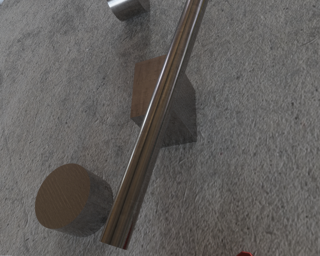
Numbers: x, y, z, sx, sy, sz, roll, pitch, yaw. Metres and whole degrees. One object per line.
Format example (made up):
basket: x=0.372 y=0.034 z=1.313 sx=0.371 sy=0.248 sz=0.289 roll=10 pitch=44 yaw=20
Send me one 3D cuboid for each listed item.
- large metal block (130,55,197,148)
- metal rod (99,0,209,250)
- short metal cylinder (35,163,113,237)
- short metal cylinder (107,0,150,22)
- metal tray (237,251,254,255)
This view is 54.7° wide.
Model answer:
large metal block: x=0.008 y=-0.031 z=0.384 sx=0.050 sy=0.080 sz=0.080 roll=-12 pitch=57 yaw=22
metal rod: x=0.005 y=-0.032 z=0.318 sx=0.025 sy=0.025 sz=0.300 roll=5 pitch=64 yaw=30
short metal cylinder: x=-0.106 y=0.091 z=0.388 sx=0.080 sy=0.050 sz=0.080 roll=-13 pitch=56 yaw=21
short metal cylinder: x=-0.058 y=-0.235 z=0.543 sx=0.050 sy=0.080 sz=0.080 roll=-16 pitch=55 yaw=19
metal tray: x=0.079 y=0.181 z=0.247 sx=0.090 sy=0.030 sz=0.130 roll=-39 pitch=51 yaw=2
